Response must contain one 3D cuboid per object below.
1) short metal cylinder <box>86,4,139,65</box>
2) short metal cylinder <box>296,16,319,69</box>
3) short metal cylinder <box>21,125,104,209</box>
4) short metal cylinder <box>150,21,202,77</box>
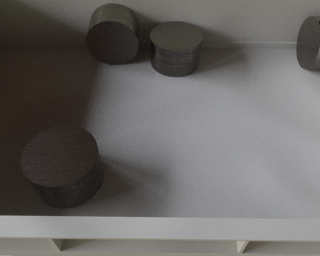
[{"bbox_3d":[-0.074,-0.148,0.493,0.081,0.080,0.050,-1,50,-1],"label":"short metal cylinder"},{"bbox_3d":[0.255,-0.132,0.482,0.050,0.080,0.080,0,50,0],"label":"short metal cylinder"},{"bbox_3d":[-0.107,0.043,0.352,0.080,0.050,0.080,0,50,0],"label":"short metal cylinder"},{"bbox_3d":[0.025,-0.127,0.495,0.080,0.050,0.080,0,50,0],"label":"short metal cylinder"}]
